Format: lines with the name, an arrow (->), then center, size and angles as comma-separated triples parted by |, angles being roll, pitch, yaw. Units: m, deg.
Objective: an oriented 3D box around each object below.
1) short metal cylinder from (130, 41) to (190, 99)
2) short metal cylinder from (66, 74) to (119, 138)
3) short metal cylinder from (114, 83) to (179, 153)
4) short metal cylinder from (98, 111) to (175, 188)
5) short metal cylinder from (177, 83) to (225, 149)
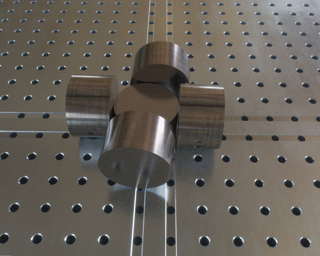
short metal cylinder -> 0.001, -0.073, 0.433 | 0.080, 0.080, 0.050 | 2, 50, 2
short metal cylinder -> -0.083, -0.028, 0.394 | 0.050, 0.080, 0.080 | 2, 50, 0
short metal cylinder -> -0.017, -0.013, 0.403 | 0.081, 0.050, 0.080 | 1, 50, -1
short metal cylinder -> -0.024, 0.026, 0.348 | 0.080, 0.080, 0.050 | 5, 50, 4
short metal cylinder -> 0.048, -0.015, 0.385 | 0.050, 0.080, 0.080 | 3, 50, 2
